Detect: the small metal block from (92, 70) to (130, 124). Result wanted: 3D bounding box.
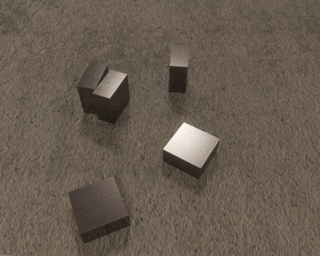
[{"bbox_3d":[-0.065,-0.042,0.422,0.025,0.050,0.050,17,52,13],"label":"small metal block"}]

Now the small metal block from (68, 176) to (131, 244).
[{"bbox_3d":[-0.065,0.086,0.330,0.050,0.025,0.050,-18,53,-15],"label":"small metal block"}]

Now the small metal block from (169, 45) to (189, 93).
[{"bbox_3d":[0.028,-0.088,0.461,0.025,0.050,0.050,5,50,3],"label":"small metal block"}]

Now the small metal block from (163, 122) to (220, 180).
[{"bbox_3d":[0.038,0.027,0.381,0.050,0.025,0.050,26,54,20],"label":"small metal block"}]

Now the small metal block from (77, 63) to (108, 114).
[{"bbox_3d":[-0.090,-0.054,0.432,0.025,0.050,0.050,9,51,7],"label":"small metal block"}]
